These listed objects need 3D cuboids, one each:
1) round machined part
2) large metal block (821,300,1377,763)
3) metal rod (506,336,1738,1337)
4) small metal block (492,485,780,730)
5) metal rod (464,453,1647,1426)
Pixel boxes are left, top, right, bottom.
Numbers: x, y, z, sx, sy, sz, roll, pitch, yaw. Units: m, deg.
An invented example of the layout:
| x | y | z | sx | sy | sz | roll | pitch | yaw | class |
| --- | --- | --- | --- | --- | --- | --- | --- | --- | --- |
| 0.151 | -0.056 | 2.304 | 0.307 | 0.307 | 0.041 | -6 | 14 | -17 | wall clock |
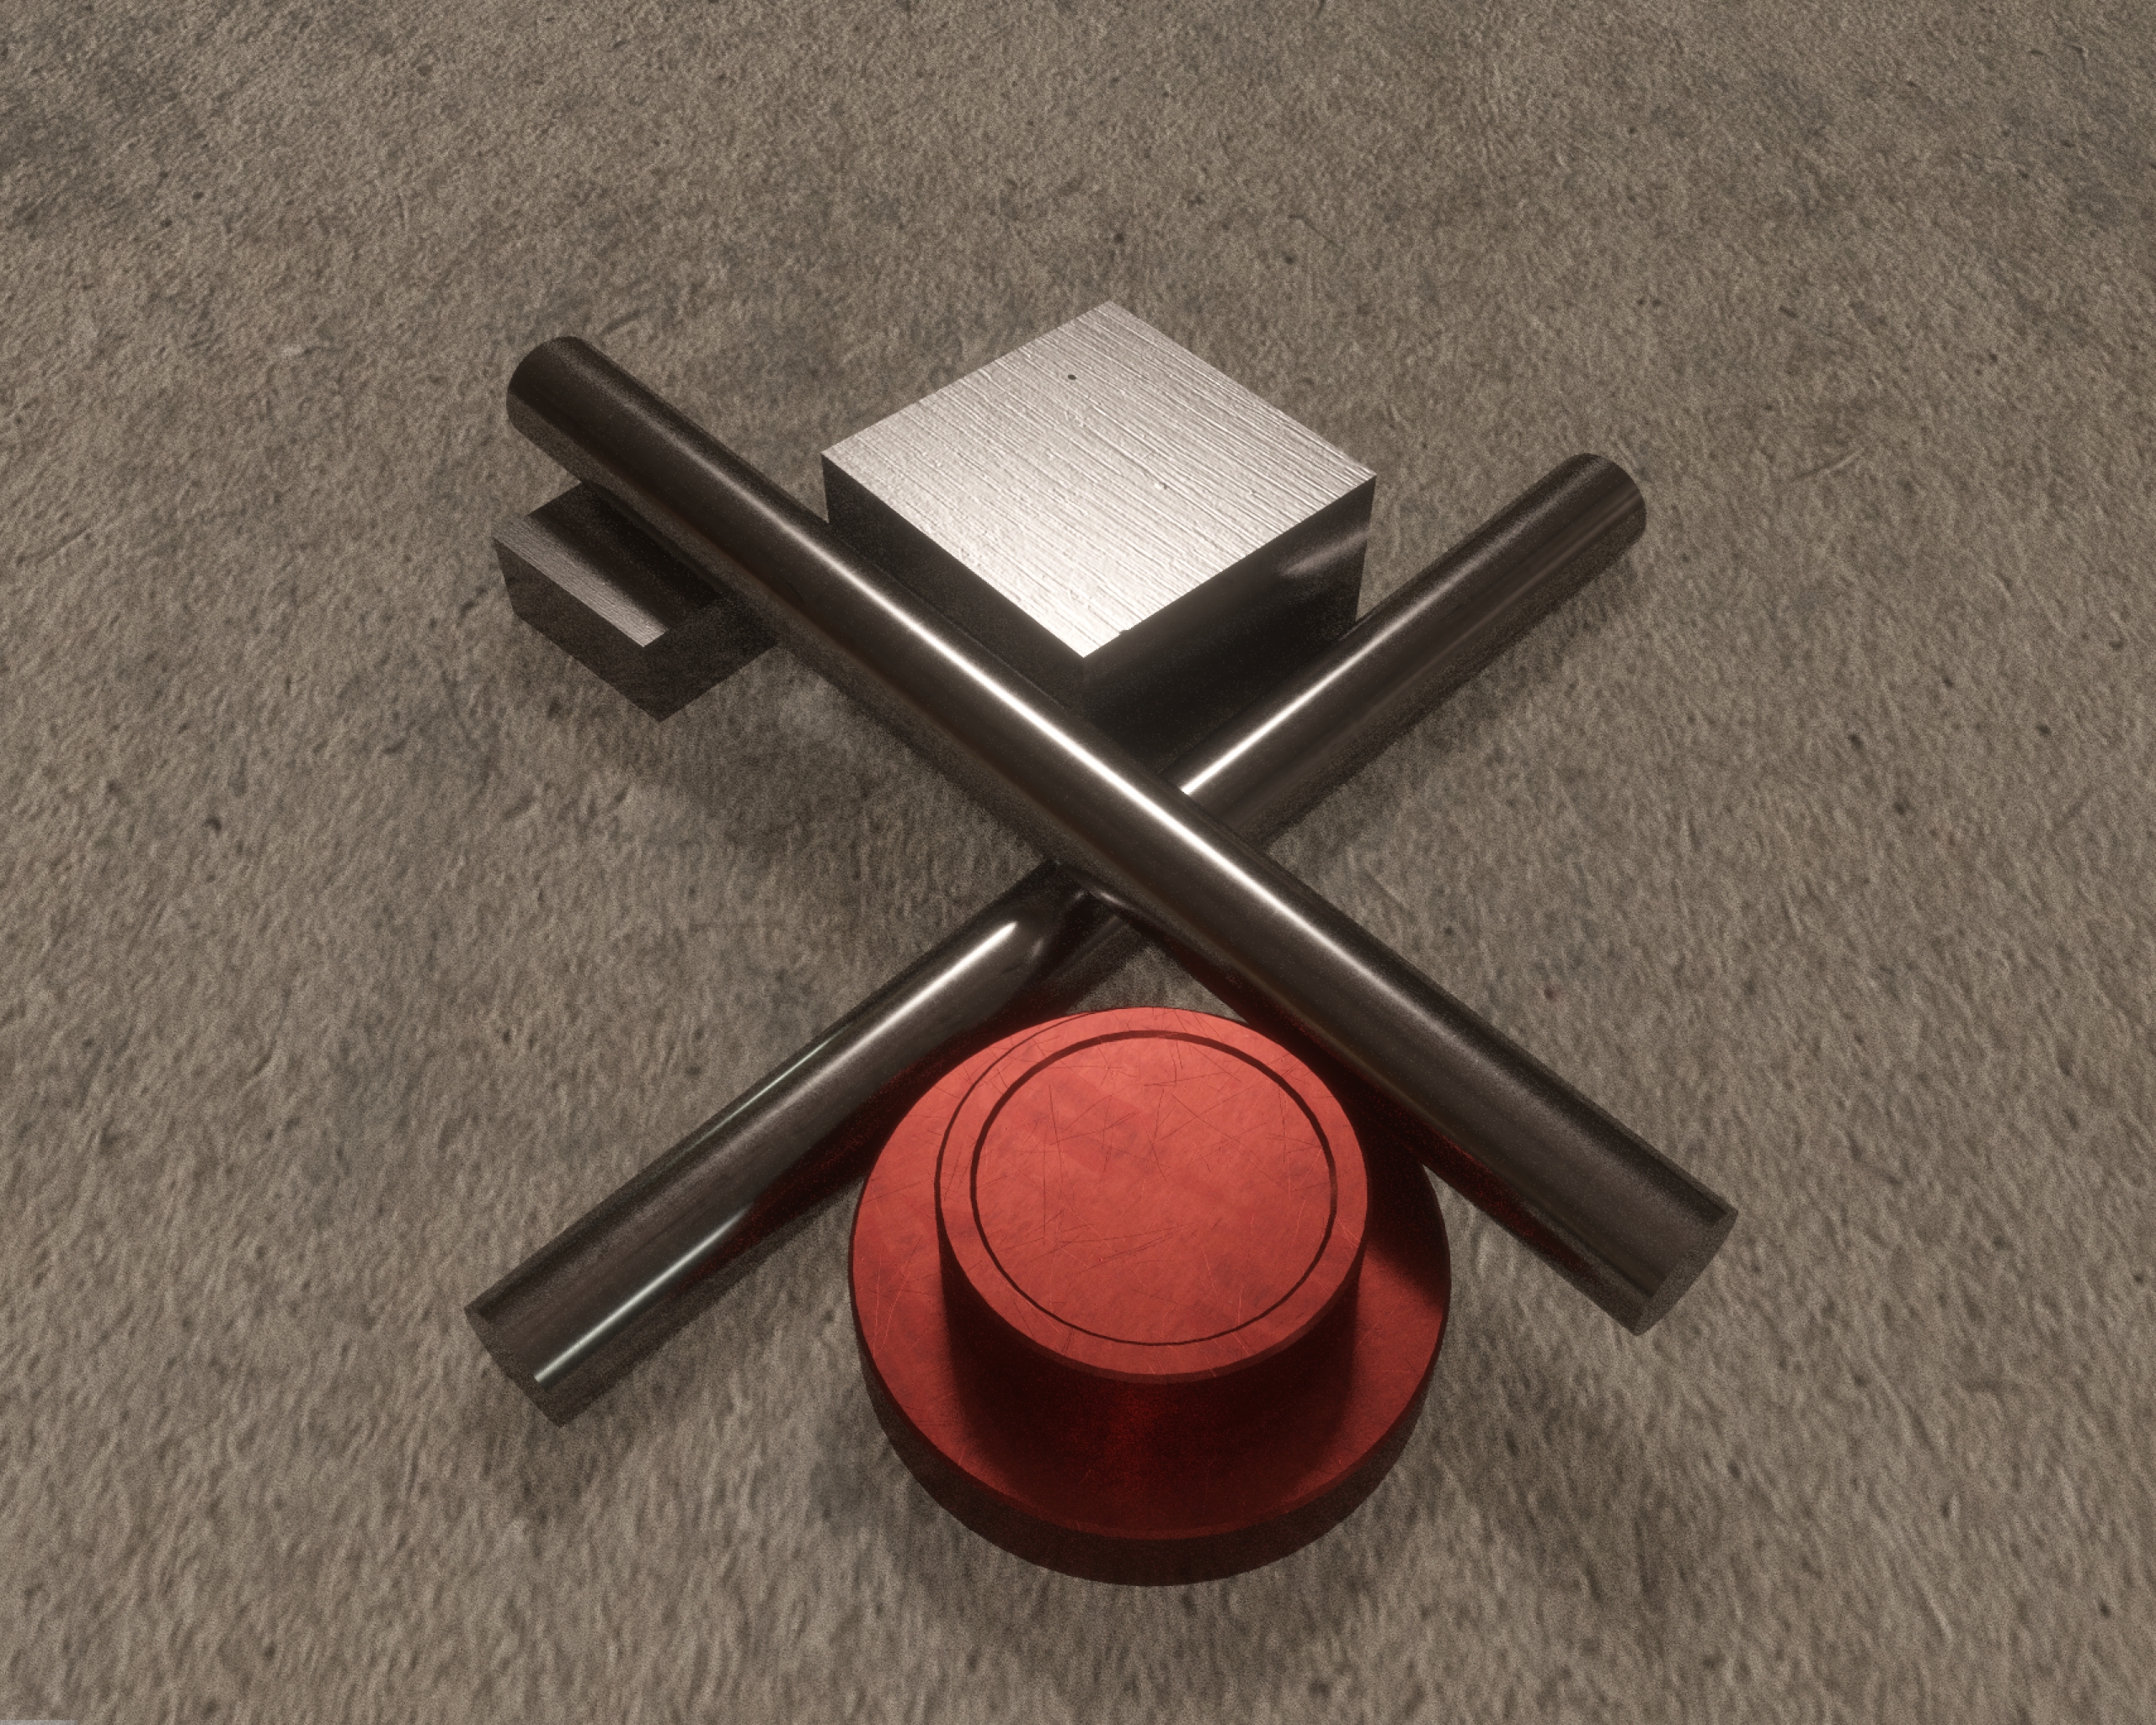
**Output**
| x | y | z | sx | sy | sz | roll | pitch | yaw | class |
| --- | --- | --- | --- | --- | --- | --- | --- | --- | --- |
| 0.012 | 0.062 | 0.341 | 0.099 | 0.042 | 0.098 | 0 | 50 | 0 | round machined part |
| 0.004 | -0.066 | 0.445 | 0.080 | 0.050 | 0.080 | -34 | 58 | -26 | large metal block |
| -0.011 | -0.020 | 0.389 | 0.025 | 0.025 | 0.300 | -36 | 59 | -27 | metal rod |
| -0.090 | -0.063 | 0.458 | 0.050 | 0.025 | 0.050 | 35 | 58 | 25 | small metal block |
| 0.014 | 0.000 | 0.407 | 0.025 | 0.025 | 0.302 | 37 | 59 | 26 | metal rod |
